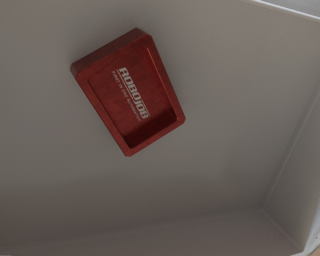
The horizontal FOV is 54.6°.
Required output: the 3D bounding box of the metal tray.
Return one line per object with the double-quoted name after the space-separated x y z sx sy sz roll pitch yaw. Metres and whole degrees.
-0.032 -0.037 0.364 0.090 0.030 0.130 -32 129 -7 "metal tray"
